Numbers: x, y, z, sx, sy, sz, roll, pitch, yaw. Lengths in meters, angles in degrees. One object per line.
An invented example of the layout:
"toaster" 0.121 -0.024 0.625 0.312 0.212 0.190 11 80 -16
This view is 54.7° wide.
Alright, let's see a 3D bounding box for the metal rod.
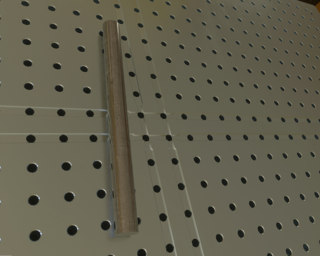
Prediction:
"metal rod" -0.054 -0.020 0.392 0.025 0.025 0.299 6 59 -26
